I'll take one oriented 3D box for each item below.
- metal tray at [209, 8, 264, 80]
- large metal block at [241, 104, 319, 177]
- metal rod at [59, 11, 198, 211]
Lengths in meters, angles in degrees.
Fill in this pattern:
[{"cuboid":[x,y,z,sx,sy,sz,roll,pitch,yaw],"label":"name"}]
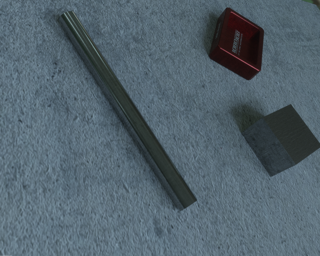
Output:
[{"cuboid":[0.146,-0.160,0.579,0.090,0.030,0.130,27,52,-12],"label":"metal tray"},{"cuboid":[0.188,0.018,0.481,0.081,0.050,0.080,-21,73,-36],"label":"large metal block"},{"cuboid":[-0.047,-0.030,0.397,0.025,0.025,0.299,-25,75,-37],"label":"metal rod"}]
